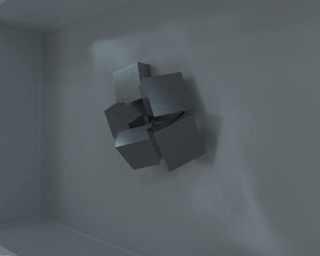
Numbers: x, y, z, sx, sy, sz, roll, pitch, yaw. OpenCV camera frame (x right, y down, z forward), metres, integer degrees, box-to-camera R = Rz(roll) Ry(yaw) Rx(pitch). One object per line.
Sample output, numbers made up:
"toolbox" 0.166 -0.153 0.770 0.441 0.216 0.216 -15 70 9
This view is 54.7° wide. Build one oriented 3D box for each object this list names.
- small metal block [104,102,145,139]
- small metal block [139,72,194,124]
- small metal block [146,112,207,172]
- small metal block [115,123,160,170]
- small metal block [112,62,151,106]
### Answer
"small metal block" -0.045 -0.002 0.426 0.050 0.025 0.050 27 143 36
"small metal block" 0.007 -0.037 0.380 0.025 0.050 0.050 129 127 -67
"small metal block" 0.019 0.015 0.359 0.050 0.050 0.025 68 164 -16
"small metal block" -0.021 0.024 0.394 0.050 0.050 0.025 -15 44 18
"small metal block" -0.038 -0.059 0.436 0.050 0.025 0.050 -14 81 38
